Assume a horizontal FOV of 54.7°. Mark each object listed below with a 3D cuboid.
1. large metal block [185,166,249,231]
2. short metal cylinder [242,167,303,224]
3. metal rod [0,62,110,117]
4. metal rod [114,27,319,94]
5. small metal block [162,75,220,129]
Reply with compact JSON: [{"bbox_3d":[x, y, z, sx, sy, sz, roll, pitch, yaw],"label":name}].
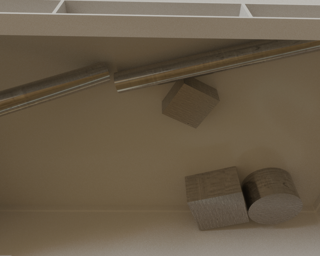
[{"bbox_3d":[0.090,0.113,0.490,0.080,0.050,0.080,-14,129,11],"label":"large metal block"},{"bbox_3d":[0.174,0.108,0.487,0.081,0.050,0.079,0,130,0],"label":"short metal cylinder"},{"bbox_3d":[-0.195,-0.012,0.305,0.302,0.025,0.025,-21,133,-20],"label":"metal rod"},{"bbox_3d":[0.097,-0.081,0.340,0.301,0.025,0.025,-11,130,8],"label":"metal rod"},{"bbox_3d":[0.037,-0.033,0.382,0.050,0.025,0.050,23,126,-19],"label":"small metal block"}]
